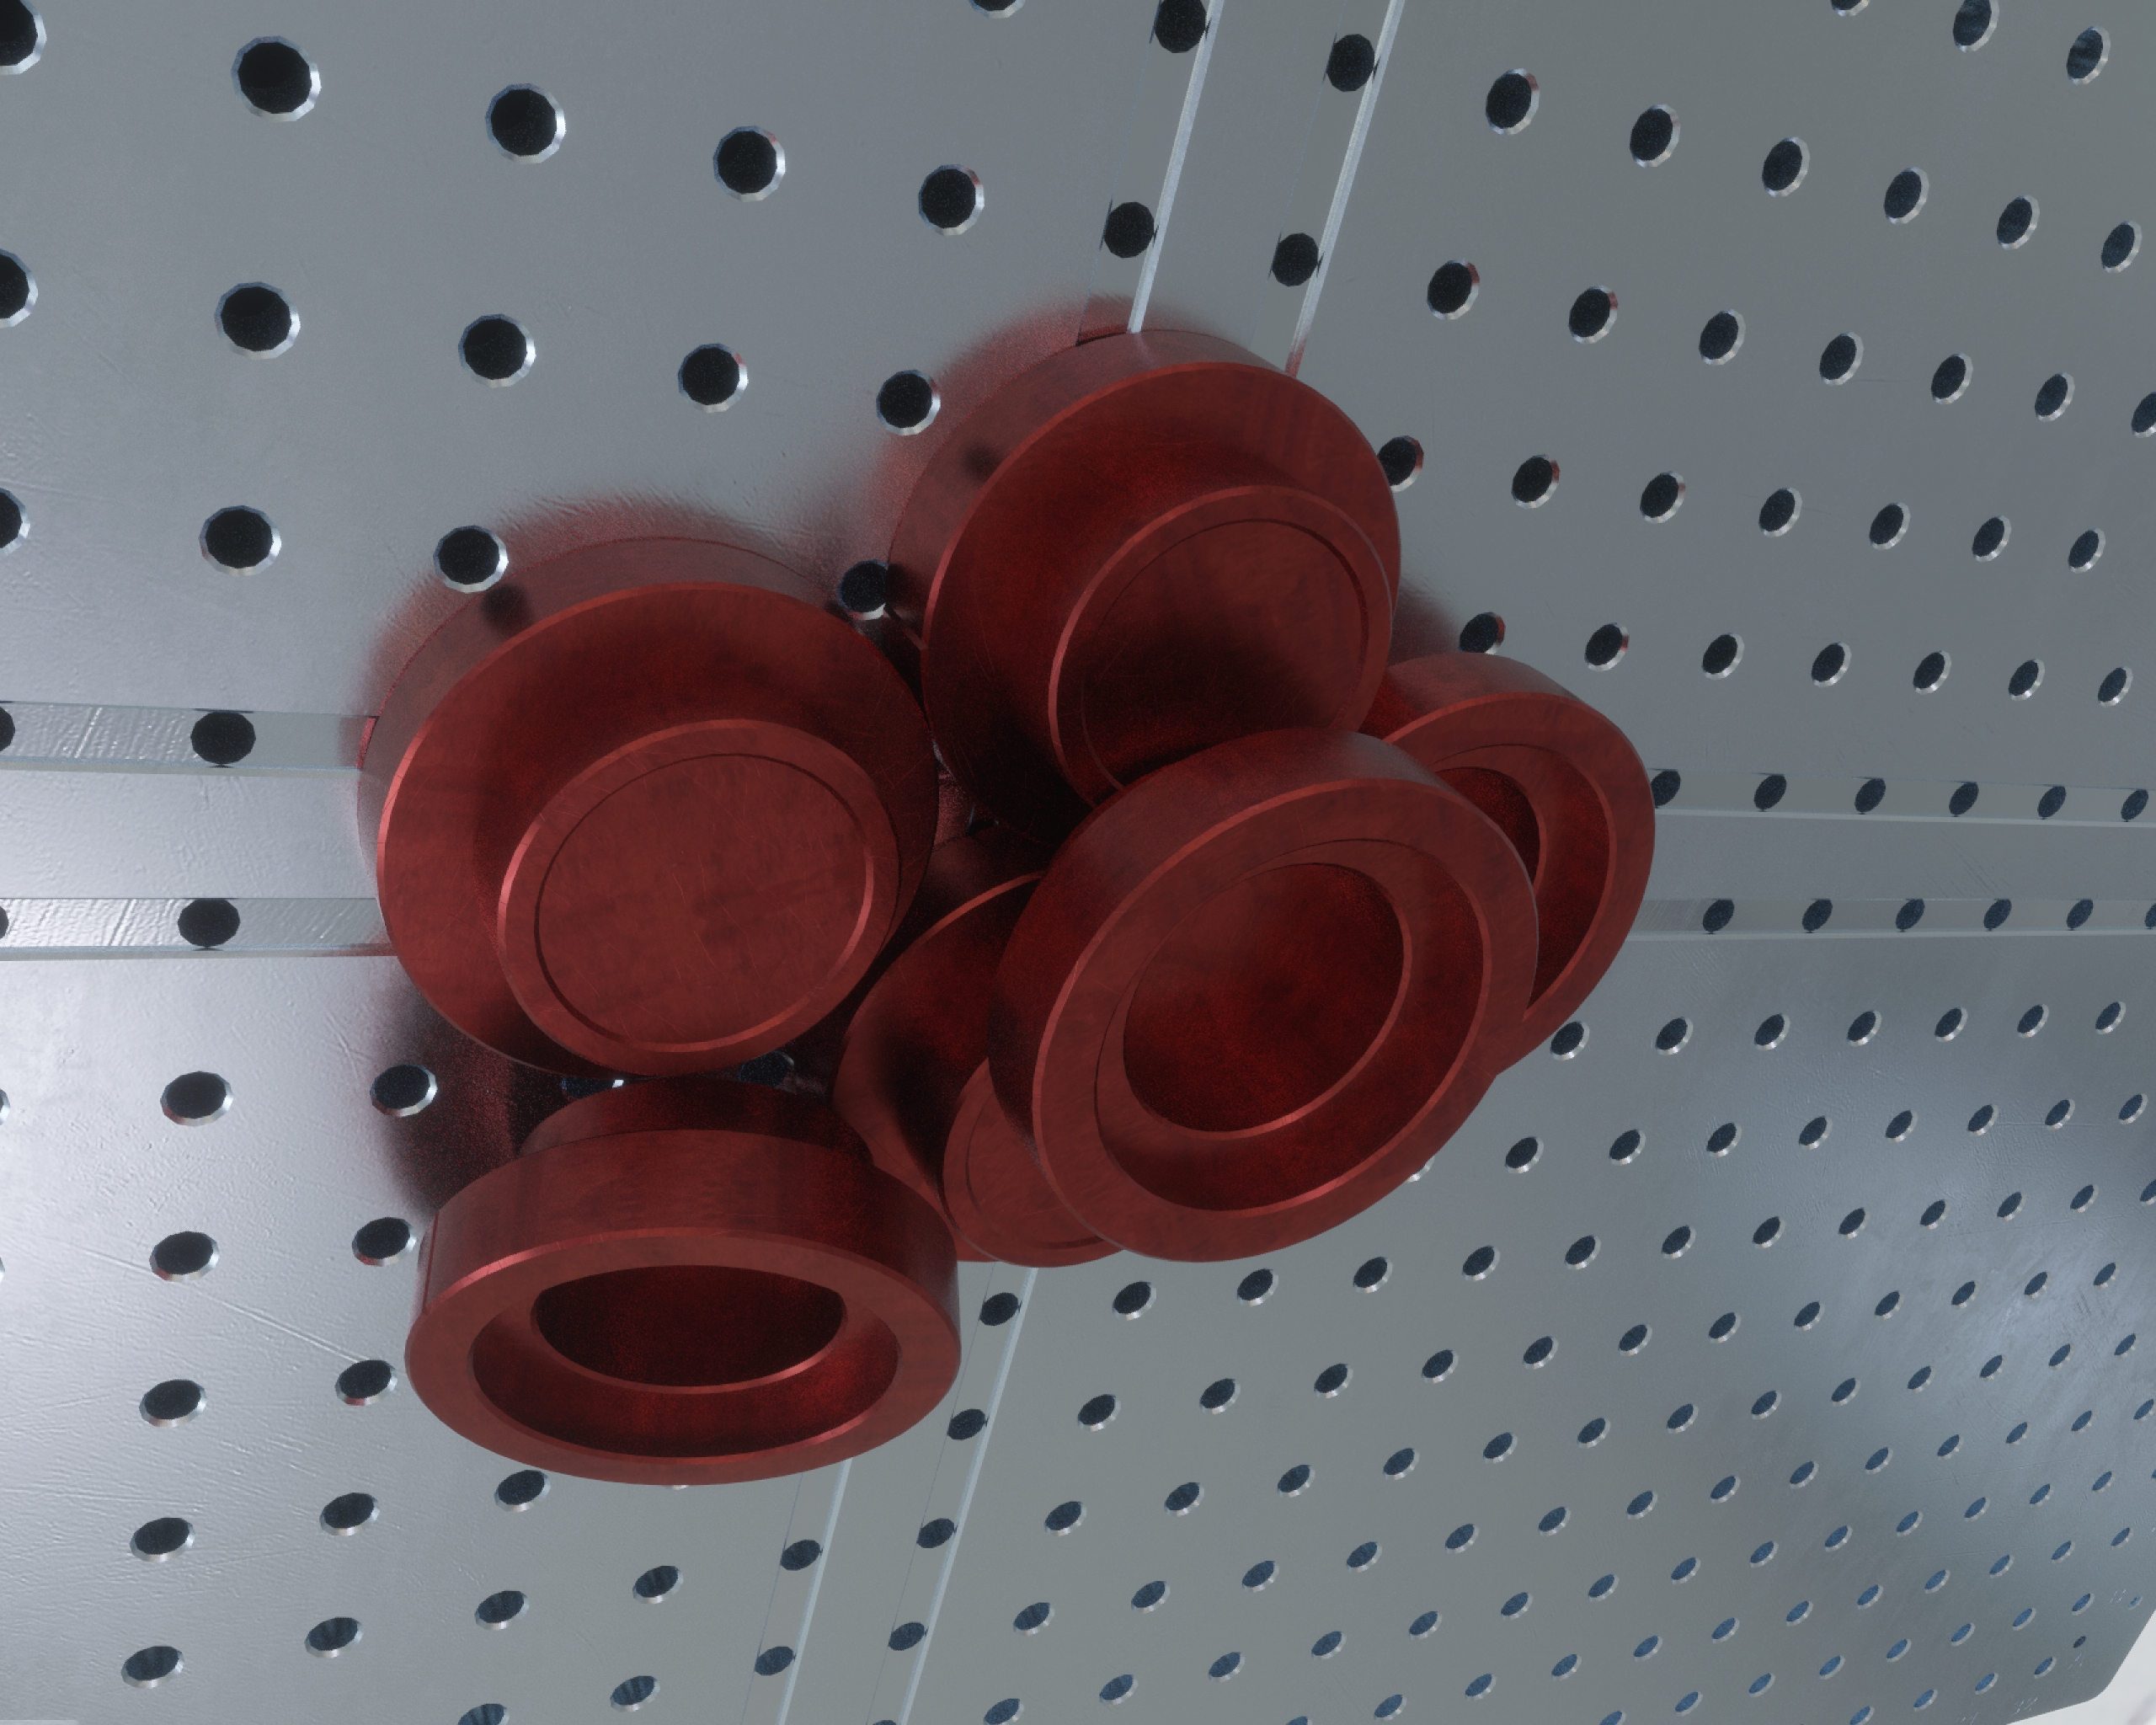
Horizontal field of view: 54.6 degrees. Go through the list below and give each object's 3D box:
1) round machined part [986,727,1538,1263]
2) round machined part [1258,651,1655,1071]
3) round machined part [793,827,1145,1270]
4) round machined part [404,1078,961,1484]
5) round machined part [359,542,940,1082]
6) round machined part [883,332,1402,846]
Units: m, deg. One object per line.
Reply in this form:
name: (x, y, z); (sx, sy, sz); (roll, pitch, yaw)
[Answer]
round machined part: (0.029, 0.020, 0.372); (0.099, 0.042, 0.097); (-14, 124, -21)
round machined part: (0.067, 0.000, 0.436); (0.099, 0.042, 0.097); (-14, 124, -21)
round machined part: (-0.004, 0.043, 0.423); (0.099, 0.042, 0.097); (-14, 124, -21)
round machined part: (-0.072, 0.076, 0.390); (0.099, 0.042, 0.098); (-4, 140, -3)
round machined part: (-0.069, -0.002, 0.360); (0.099, 0.042, 0.097); (-14, 124, -21)
round machined part: (0.018, -0.043, 0.382); (0.099, 0.042, 0.097); (-14, 124, -21)
